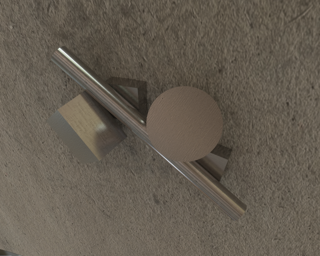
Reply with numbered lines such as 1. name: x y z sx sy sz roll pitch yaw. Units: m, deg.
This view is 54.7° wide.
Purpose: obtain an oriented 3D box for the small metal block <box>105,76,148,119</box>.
1. small metal block: -0.044 -0.038 0.407 0.050 0.025 0.050 12 123 21

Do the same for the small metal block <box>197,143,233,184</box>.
1. small metal block: 0.061 0.043 0.403 0.050 0.025 0.050 22 127 14

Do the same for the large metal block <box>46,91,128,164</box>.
1. large metal block: -0.102 0.001 0.423 0.080 0.050 0.080 53 151 -11

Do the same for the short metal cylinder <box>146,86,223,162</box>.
1. short metal cylinder: 0.025 -0.004 0.349 0.081 0.050 0.079 0 89 -2

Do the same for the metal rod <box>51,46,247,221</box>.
1. metal rod: -0.013 0.007 0.386 0.300 0.025 0.025 41 129 -1
